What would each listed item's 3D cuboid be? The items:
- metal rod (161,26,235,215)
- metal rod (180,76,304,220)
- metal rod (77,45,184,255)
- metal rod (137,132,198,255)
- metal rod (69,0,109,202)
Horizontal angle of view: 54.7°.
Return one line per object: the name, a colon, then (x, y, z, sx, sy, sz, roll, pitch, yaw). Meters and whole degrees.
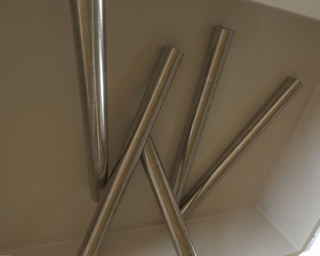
metal rod: (0.046, 0.009, 0.441, 0.025, 0.025, 0.298, 0, 119, -29)
metal rod: (0.119, 0.042, 0.501, 0.025, 0.025, 0.299, 33, 100, -39)
metal rod: (-0.042, 0.044, 0.381, 0.025, 0.025, 0.298, 18, 98, -36)
metal rod: (0.026, 0.144, 0.414, 0.025, 0.025, 0.298, -22, 95, -16)
metal rod: (-0.065, -0.007, 0.312, 0.025, 0.025, 0.298, -15, 143, -20)
